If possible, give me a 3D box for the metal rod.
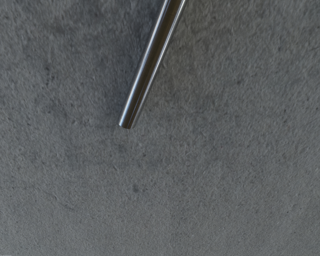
[{"bbox_3d":[0.009,-0.114,0.310,0.025,0.025,0.298,16,128,-13],"label":"metal rod"}]
